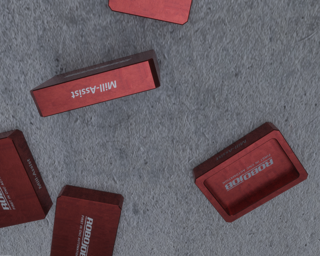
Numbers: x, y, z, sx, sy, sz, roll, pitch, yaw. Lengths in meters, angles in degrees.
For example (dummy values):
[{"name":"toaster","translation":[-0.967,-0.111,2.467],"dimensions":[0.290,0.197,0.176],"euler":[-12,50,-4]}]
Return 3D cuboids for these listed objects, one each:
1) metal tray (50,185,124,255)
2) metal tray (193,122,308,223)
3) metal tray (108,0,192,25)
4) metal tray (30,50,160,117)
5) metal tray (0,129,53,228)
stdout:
[{"name":"metal tray","translation":[-0.110,0.155,0.463],"dimensions":[0.091,0.030,0.129],"euler":[11,110,-5]},{"name":"metal tray","translation":[0.123,0.064,0.431],"dimensions":[0.130,0.030,0.090],"euler":[-35,107,11]},{"name":"metal tray","translation":[-0.002,-0.187,0.338],"dimensions":[0.091,0.030,0.129],"euler":[10,110,-4]},{"name":"metal tray","translation":[-0.066,-0.054,0.354],"dimensions":[0.131,0.090,0.030],"euler":[-14,110,5]},{"name":"metal tray","translation":[-0.218,0.074,0.432],"dimensions":[0.090,0.030,0.129],"euler":[-13,110,4]}]
